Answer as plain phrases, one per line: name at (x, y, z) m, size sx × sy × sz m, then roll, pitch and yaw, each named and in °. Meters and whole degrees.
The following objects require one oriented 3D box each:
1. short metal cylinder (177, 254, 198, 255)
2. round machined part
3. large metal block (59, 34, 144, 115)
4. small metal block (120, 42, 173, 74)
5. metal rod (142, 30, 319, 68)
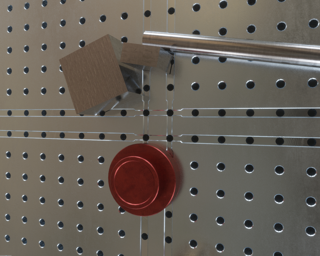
short metal cylinder at (0.032, 0.207, 0.388) m, size 0.080 × 0.050 × 0.079 m, roll 0°, pitch 90°, yaw 20°
round machined part at (-0.026, 0.070, 0.413) m, size 0.098 × 0.042 × 0.097 m, roll 0°, pitch 90°, yaw 20°
large metal block at (-0.080, -0.070, 0.428) m, size 0.080 × 0.050 × 0.080 m, roll -21°, pitch 83°, yaw 18°
small metal block at (-0.016, -0.091, 0.405) m, size 0.050 × 0.050 × 0.025 m, roll 13°, pitch 94°, yaw 19°
metal rod at (0.121, -0.092, 0.369) m, size 0.301 × 0.025 × 0.025 m, roll 11°, pitch 94°, yaw 19°
